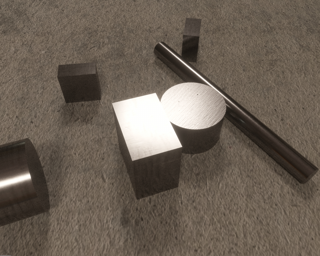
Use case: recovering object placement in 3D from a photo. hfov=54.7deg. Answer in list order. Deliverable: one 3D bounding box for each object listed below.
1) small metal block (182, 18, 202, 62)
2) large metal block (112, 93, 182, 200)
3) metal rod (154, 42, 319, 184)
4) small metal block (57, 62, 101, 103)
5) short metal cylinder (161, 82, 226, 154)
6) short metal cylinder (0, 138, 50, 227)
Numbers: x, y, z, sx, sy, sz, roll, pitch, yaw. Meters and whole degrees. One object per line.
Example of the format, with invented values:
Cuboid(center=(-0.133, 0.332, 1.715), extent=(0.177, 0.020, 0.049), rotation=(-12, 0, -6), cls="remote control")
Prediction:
Cuboid(center=(0.051, -0.144, 0.509), extent=(0.025, 0.050, 0.050), rotation=(7, 50, 5), cls="small metal block")
Cuboid(center=(-0.016, 0.021, 0.350), extent=(0.050, 0.080, 0.080), rotation=(-15, 52, -13), cls="large metal block")
Cuboid(center=(0.087, -0.038, 0.435), extent=(0.025, 0.025, 0.300), rotation=(-29, 56, -22), cls="metal rod")
Cuboid(center=(-0.113, -0.064, 0.439), extent=(0.050, 0.050, 0.025), rotation=(-6, 51, -6), cls="small metal block")
Cuboid(center=(0.041, -0.013, 0.399), extent=(0.081, 0.050, 0.080), rotation=(0, 50, 0), cls="short metal cylinder")
Cuboid(center=(-0.152, 0.055, 0.319), extent=(0.050, 0.080, 0.080), rotation=(-16, 52, -13), cls="short metal cylinder")
